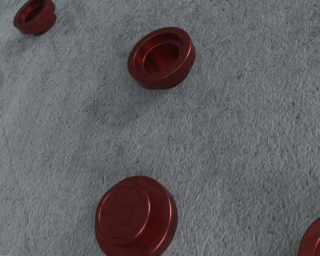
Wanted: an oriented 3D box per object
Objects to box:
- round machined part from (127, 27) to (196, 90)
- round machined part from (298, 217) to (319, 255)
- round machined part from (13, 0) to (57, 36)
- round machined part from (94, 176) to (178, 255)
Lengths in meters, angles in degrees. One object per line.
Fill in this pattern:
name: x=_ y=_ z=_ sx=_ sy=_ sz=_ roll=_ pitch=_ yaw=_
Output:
round machined part: x=0.006 y=-0.095 z=0.448 sx=0.098 sy=0.042 sz=0.098 roll=-13 pitch=56 yaw=21
round machined part: x=0.161 y=0.114 z=0.239 sx=0.098 sy=0.042 sz=0.098 roll=-13 pitch=56 yaw=21
round machined part: x=-0.270 y=-0.244 z=0.685 sx=0.098 sy=0.042 sz=0.098 roll=-13 pitch=56 yaw=21
round machined part: x=-0.033 y=0.100 z=0.349 sx=0.098 sy=0.042 sz=0.098 roll=-13 pitch=56 yaw=21
